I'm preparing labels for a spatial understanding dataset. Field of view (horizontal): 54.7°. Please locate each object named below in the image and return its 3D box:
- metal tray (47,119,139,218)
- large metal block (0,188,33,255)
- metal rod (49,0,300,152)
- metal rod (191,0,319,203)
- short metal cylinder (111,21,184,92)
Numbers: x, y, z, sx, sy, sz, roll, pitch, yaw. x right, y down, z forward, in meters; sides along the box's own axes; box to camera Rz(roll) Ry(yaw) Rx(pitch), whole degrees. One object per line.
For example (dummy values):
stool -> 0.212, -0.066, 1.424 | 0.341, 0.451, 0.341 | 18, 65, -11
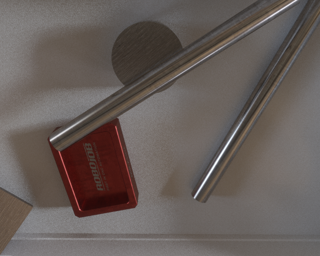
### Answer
metal tray -> -0.088, 0.056, 0.427 | 0.090, 0.030, 0.129 | -11, 110, 3
large metal block -> -0.232, 0.122, 0.419 | 0.080, 0.050, 0.080 | 35, 69, -12
metal rod -> 0.006, -0.059, 0.336 | 0.300, 0.025, 0.025 | -31, 108, 10
metal rod -> 0.122, -0.025, 0.403 | 0.025, 0.025, 0.298 | 25, 108, -9
short metal cylinder -> -0.014, -0.085, 0.367 | 0.081, 0.050, 0.079 | 0, 110, -1
